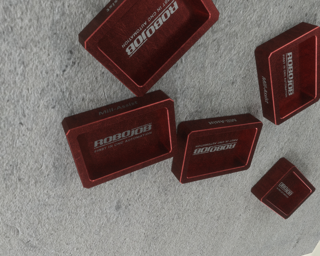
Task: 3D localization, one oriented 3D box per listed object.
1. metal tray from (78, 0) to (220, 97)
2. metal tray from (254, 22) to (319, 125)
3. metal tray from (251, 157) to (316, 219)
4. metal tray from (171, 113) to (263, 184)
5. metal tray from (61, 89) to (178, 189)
[{"bbox_3d":[-0.009,-0.108,0.331,0.130,0.030,0.090,-45,129,3],"label":"metal tray"},{"bbox_3d":[0.193,-0.077,0.460,0.090,0.030,0.130,-30,129,-9],"label":"metal tray"},{"bbox_3d":[0.247,0.123,0.613,0.090,0.030,0.130,-49,129,6],"label":"metal tray"},{"bbox_3d":[0.086,0.030,0.468,0.131,0.030,0.089,-7,122,-25],"label":"metal tray"},{"bbox_3d":[-0.044,0.013,0.387,0.131,0.030,0.089,-19,126,-18],"label":"metal tray"}]
